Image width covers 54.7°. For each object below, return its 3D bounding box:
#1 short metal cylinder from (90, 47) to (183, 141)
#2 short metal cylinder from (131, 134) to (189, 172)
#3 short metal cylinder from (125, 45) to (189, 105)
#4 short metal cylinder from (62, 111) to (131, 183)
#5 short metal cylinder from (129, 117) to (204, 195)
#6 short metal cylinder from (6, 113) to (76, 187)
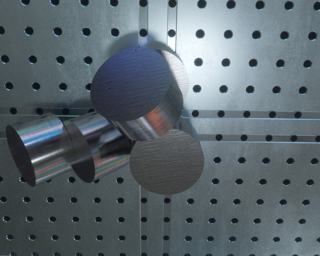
[{"bbox_3d":[-0.021,-0.033,0.311,0.080,0.080,0.050,-23,152,8],"label":"short metal cylinder"},{"bbox_3d":[-0.002,0.017,0.405,0.081,0.050,0.079,0,110,0],"label":"short metal cylinder"},{"bbox_3d":[-0.007,-0.058,0.378,0.081,0.050,0.079,0,110,0],"label":"short metal cylinder"},{"bbox_3d":[-0.080,0.021,0.383,0.050,0.080,0.079,-23,115,-36],"label":"short metal cylinder"},{"bbox_3d":[0.007,0.029,0.355,0.081,0.050,0.079,0,110,0],"label":"short metal cylinder"},{"bbox_3d":[-0.149,0.026,0.385,0.050,0.080,0.079,-24,115,-37],"label":"short metal cylinder"}]
